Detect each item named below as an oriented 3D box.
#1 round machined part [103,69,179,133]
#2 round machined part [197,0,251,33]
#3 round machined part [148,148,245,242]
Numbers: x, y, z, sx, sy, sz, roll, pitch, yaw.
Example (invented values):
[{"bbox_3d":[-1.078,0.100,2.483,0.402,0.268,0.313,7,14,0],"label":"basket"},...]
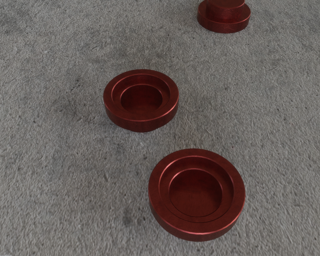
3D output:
[{"bbox_3d":[-0.024,-0.032,0.419,0.099,0.042,0.098,0,50,0],"label":"round machined part"},{"bbox_3d":[0.121,-0.223,0.580,0.099,0.042,0.098,0,50,0],"label":"round machined part"},{"bbox_3d":[0.037,0.073,0.331,0.099,0.042,0.098,0,50,0],"label":"round machined part"}]
